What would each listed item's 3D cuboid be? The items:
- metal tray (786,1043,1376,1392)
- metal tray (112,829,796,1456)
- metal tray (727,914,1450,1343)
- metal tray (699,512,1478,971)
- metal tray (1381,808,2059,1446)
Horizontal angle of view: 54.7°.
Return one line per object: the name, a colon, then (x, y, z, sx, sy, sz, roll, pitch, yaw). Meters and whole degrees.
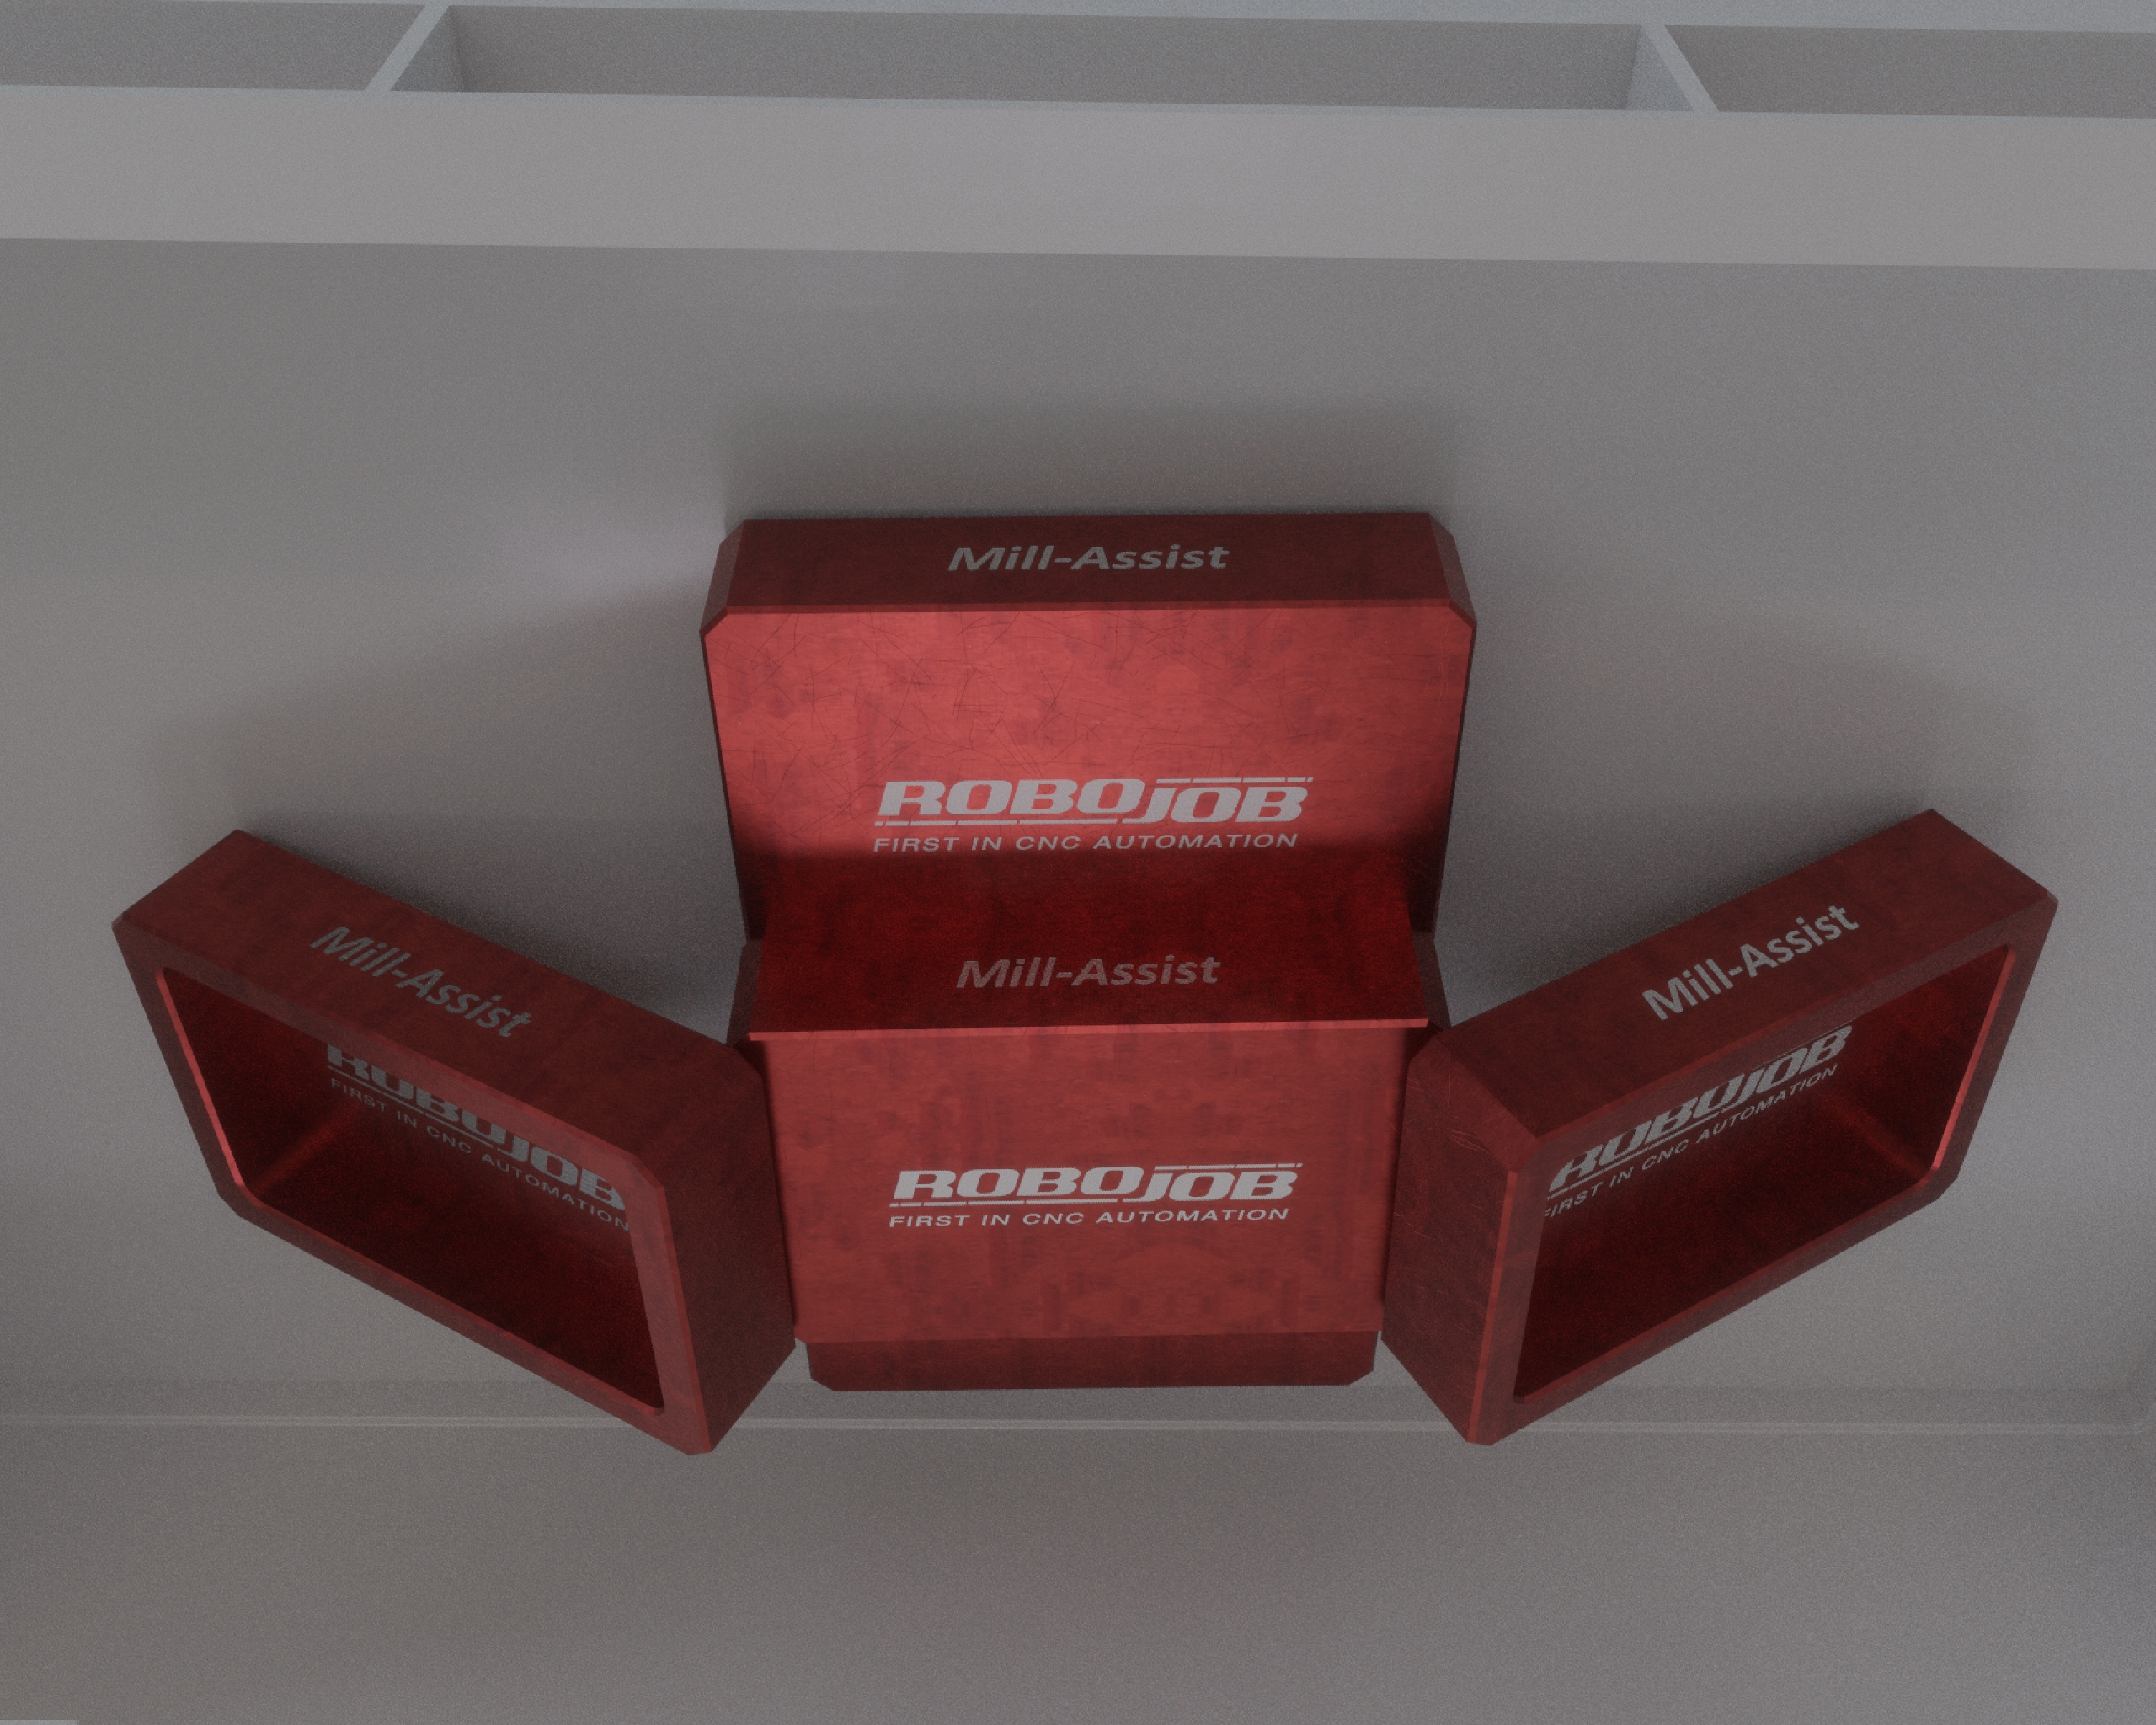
metal tray: (0.003, 0.080, 0.470, 0.131, 0.030, 0.089, -1, 130, 0)
metal tray: (-0.120, 0.055, 0.409, 0.130, 0.030, 0.089, 21, 135, 21)
metal tray: (0.003, 0.054, 0.410, 0.131, 0.030, 0.089, -1, 130, 0)
metal tray: (0.002, -0.018, 0.387, 0.131, 0.030, 0.089, -1, 130, 0)
metal tray: (0.123, 0.051, 0.407, 0.131, 0.030, 0.089, -21, 134, -21)
